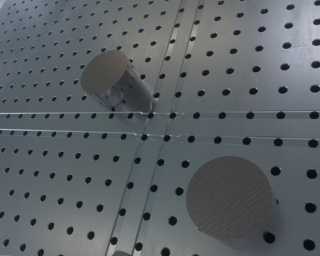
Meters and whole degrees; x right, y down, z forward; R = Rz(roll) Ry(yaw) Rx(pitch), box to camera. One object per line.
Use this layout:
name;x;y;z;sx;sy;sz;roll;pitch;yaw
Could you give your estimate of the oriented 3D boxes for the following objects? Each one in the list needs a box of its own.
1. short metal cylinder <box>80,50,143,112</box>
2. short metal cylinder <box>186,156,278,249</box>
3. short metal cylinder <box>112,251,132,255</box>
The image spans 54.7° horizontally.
short metal cylinder;-0.073;-0.072;0.475;0.080;0.050;0.080;-13;56;21
short metal cylinder;0.072;0.074;0.308;0.080;0.050;0.080;-13;56;21
short metal cylinder;-0.030;0.163;0.288;0.050;0.080;0.080;-48;51;-5
